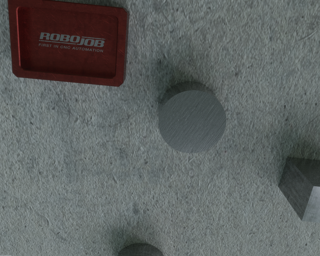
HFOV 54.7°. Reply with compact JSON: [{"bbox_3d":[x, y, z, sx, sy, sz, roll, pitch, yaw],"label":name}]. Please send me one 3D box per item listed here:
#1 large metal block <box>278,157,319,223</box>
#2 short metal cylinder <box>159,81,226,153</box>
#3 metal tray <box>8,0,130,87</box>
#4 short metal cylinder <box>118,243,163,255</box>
[{"bbox_3d":[0.218,0.082,0.413,0.081,0.080,0.050,7,110,-3],"label":"large metal block"},{"bbox_3d":[0.039,-0.015,0.391,0.081,0.050,0.079,0,110,0],"label":"short metal cylinder"},{"bbox_3d":[-0.105,-0.101,0.368,0.131,0.030,0.089,5,110,-2],"label":"metal tray"},{"bbox_3d":[-0.031,0.228,0.480,0.081,0.050,0.079,0,110,0],"label":"short metal cylinder"}]
